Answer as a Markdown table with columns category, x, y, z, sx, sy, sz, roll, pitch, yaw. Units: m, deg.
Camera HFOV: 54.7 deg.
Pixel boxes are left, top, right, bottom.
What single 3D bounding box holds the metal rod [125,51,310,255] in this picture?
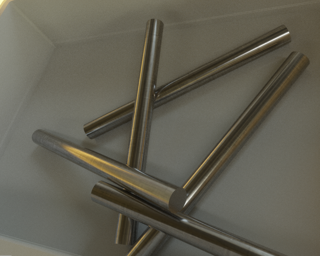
| category | x | y | z | sx | sy | sz | roll | pitch | yaw |
| --- | --- | --- | --- | --- | --- | --- | --- | --- | --- |
| metal rod | 0.069 | 0.031 | 0.349 | 0.300 | 0.025 | 0.025 | -49 | 52 | -7 |

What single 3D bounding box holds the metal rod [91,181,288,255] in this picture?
| category | x | y | z | sx | sy | sz | roll | pitch | yaw |
| --- | --- | --- | --- | --- | --- | --- | --- | --- | --- |
| metal rod | 0.060 | 0.108 | 0.284 | 0.301 | 0.025 | 0.025 | 16 | 70 | 26 |

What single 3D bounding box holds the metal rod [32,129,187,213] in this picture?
| category | x | y | z | sx | sy | sz | roll | pitch | yaw |
| --- | --- | --- | --- | --- | --- | --- | --- | --- | --- |
| metal rod | -0.088 | 0.041 | 0.393 | 0.300 | 0.025 | 0.025 | 14 | 69 | 44 |

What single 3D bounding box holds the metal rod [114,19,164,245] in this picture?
| category | x | y | z | sx | sy | sz | roll | pitch | yaw |
| --- | --- | --- | --- | --- | --- | --- | --- | --- | --- |
| metal rod | -0.023 | -0.010 | 0.396 | 0.025 | 0.025 | 0.299 | -4 | 68 | 26 |

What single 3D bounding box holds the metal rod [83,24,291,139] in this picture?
| category | x | y | z | sx | sy | sz | roll | pitch | yaw |
| --- | --- | --- | --- | --- | --- | --- | --- | --- | --- |
| metal rod | 0.028 | -0.057 | 0.424 | 0.301 | 0.025 | 0.025 | -25 | 53 | 12 |
